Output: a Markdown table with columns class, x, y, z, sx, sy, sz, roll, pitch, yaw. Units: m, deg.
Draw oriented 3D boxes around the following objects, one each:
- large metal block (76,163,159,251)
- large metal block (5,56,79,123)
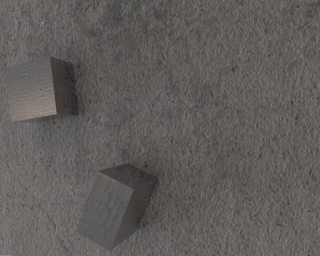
| class | x | y | z | sx | sy | sz | roll | pitch | yaw |
| --- | --- | --- | --- | --- | --- | --- | --- | --- | --- |
| large metal block | -0.052 | 0.096 | 0.398 | 0.050 | 0.080 | 0.080 | 23 | 98 | 18 |
| large metal block | -0.174 | -0.053 | 0.457 | 0.080 | 0.050 | 0.080 | -8 | 87 | 19 |
